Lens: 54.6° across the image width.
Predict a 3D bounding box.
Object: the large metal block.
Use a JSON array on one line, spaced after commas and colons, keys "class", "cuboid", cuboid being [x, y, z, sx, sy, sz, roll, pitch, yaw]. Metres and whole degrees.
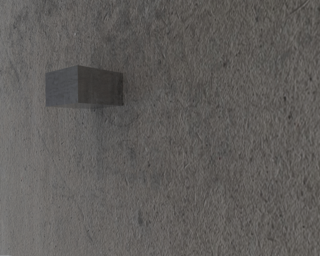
[{"class": "large metal block", "cuboid": [-0.113, -0.057, 0.464, 0.080, 0.081, 0.050, -2, 89, 40]}]
